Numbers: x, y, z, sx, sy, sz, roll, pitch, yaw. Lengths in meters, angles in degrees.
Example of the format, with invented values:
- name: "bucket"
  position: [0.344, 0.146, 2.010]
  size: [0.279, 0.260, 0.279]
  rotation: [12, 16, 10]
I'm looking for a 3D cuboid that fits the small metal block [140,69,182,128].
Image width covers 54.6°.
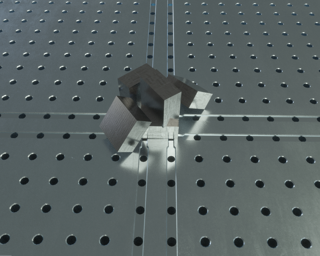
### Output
- name: "small metal block"
  position: [0.000, -0.037, 0.390]
  size: [0.025, 0.050, 0.050]
  rotation: [-29, 56, -23]

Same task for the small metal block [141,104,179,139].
- name: "small metal block"
  position: [-0.001, -0.013, 0.418]
  size: [0.050, 0.025, 0.050]
  rotation: [1, 50, -1]

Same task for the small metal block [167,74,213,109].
- name: "small metal block"
  position: [0.038, -0.050, 0.433]
  size: [0.050, 0.025, 0.050]
  rotation: [35, 19, 26]

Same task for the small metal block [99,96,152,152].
- name: "small metal block"
  position: [-0.045, -0.005, 0.392]
  size: [0.025, 0.050, 0.050]
  rotation: [5, 36, -48]

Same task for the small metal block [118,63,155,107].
- name: "small metal block"
  position: [-0.030, -0.056, 0.438]
  size: [0.050, 0.050, 0.025]
  rotation: [-34, 58, -25]
